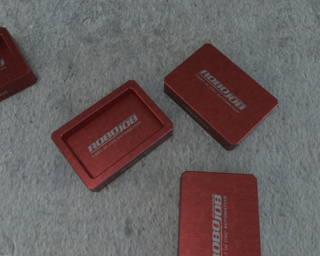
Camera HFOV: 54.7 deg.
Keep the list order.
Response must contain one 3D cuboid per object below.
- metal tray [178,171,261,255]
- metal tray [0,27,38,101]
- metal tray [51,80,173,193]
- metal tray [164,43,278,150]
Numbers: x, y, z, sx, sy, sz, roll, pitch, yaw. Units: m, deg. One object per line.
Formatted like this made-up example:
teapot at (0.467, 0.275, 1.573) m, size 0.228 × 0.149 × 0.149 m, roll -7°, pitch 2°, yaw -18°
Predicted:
metal tray at (0.068, 0.119, 0.363) m, size 0.091 × 0.030 × 0.130 m, roll 3°, pitch 70°, yaw 0°
metal tray at (-0.252, -0.073, 0.429) m, size 0.131 × 0.030 × 0.090 m, roll -31°, pitch 73°, yaw -11°
metal tray at (-0.059, 0.008, 0.401) m, size 0.131 × 0.030 × 0.090 m, roll -37°, pitch 75°, yaw -13°
metal tray at (0.080, -0.045, 0.423) m, size 0.090 × 0.030 × 0.130 m, roll -42°, pitch 76°, yaw -14°
